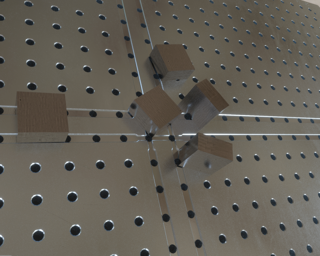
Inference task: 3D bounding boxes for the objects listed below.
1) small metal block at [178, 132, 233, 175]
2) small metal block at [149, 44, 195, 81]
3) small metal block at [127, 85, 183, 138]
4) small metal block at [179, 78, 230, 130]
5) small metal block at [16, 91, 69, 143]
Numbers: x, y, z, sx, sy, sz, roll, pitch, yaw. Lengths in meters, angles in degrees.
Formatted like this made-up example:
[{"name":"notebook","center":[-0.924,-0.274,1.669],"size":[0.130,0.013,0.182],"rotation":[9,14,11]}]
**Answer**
[{"name":"small metal block","center":[0.058,0.035,0.402],"size":[0.050,0.050,0.025],"rotation":[18,55,-18]},{"name":"small metal block","center":[0.019,-0.102,0.480],"size":[0.050,0.025,0.050],"rotation":[-10,67,-32]},{"name":"small metal block","center":[-0.006,-0.023,0.418],"size":[0.050,0.025,0.050],"rotation":[49,51,6]},{"name":"small metal block","center":[0.062,-0.034,0.446],"size":[0.025,0.050,0.050],"rotation":[-33,80,-38]},{"name":"small metal block","center":[-0.132,-0.012,0.344],"size":[0.050,0.025,0.050],"rotation":[0,62,-28]}]
